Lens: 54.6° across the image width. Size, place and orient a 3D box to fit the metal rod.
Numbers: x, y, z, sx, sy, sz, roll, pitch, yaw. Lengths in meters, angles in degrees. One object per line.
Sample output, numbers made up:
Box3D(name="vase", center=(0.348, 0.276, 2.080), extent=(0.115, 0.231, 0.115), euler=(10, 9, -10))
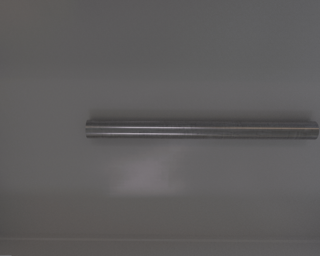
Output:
Box3D(name="metal rod", center=(0.055, 0.002, 0.412), extent=(0.302, 0.025, 0.025), euler=(0, 110, -1))
